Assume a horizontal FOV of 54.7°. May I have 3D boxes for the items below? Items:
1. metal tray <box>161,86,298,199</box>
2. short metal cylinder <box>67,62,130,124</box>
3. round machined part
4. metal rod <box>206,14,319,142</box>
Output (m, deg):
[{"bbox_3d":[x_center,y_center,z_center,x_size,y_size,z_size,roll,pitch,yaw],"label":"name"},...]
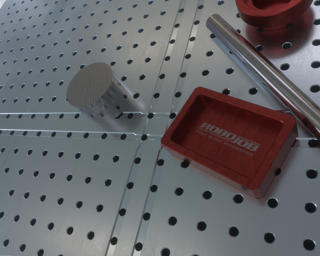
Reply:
[{"bbox_3d":[0.076,0.011,0.358,0.130,0.030,0.090,25,75,36],"label":"metal tray"},{"bbox_3d":[-0.094,-0.053,0.474,0.080,0.050,0.080,-13,56,21],"label":"short metal cylinder"},{"bbox_3d":[0.157,-0.173,0.421,0.098,0.042,0.098,-13,56,21],"label":"round machined part"},{"bbox_3d":[0.137,-0.057,0.370,0.025,0.025,0.300,-34,51,6],"label":"metal rod"}]
